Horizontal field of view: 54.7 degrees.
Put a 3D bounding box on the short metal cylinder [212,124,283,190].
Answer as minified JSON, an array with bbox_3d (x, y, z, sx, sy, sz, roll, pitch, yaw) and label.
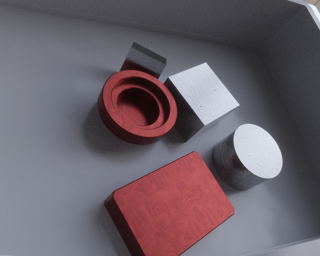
[{"bbox_3d":[0.121,0.041,0.432,0.081,0.050,0.080,14,56,-21],"label":"short metal cylinder"}]

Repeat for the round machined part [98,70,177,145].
[{"bbox_3d":[-0.031,-0.022,0.393,0.099,0.042,0.098,14,56,-21],"label":"round machined part"}]

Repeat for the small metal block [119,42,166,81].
[{"bbox_3d":[-0.025,-0.081,0.423,0.050,0.050,0.025,25,29,-13],"label":"small metal block"}]

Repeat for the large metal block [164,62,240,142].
[{"bbox_3d":[0.052,-0.038,0.443,0.081,0.050,0.080,-28,77,-38],"label":"large metal block"}]

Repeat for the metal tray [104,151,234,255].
[{"bbox_3d":[0.015,0.091,0.356,0.131,0.030,0.090,-22,74,-36],"label":"metal tray"}]
